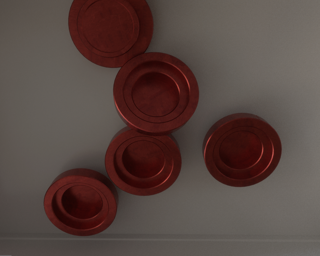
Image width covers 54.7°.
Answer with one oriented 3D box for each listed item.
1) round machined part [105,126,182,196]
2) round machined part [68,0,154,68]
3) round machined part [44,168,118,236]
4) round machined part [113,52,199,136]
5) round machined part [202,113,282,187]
[{"bbox_3d":[-0.021,0.038,0.416,0.099,0.042,0.097,0,110,0],"label":"round machined part"},{"bbox_3d":[-0.057,-0.118,0.358,0.099,0.042,0.097,0,110,0],"label":"round machined part"},{"bbox_3d":[-0.108,0.100,0.438,0.099,0.042,0.097,0,110,0],"label":"round machined part"},{"bbox_3d":[-0.006,-0.037,0.372,0.099,0.042,0.098,2,76,-7],"label":"round machined part"},{"bbox_3d":[0.105,0.026,0.412,0.099,0.042,0.097,0,110,0],"label":"round machined part"}]
